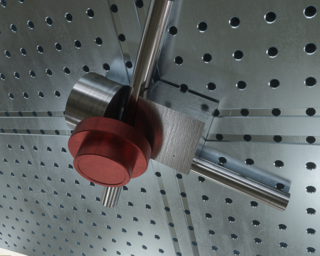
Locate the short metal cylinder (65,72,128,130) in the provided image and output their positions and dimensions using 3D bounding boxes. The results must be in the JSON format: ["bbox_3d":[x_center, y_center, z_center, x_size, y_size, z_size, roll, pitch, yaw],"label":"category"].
[{"bbox_3d":[-0.075,-0.025,0.397,0.050,0.080,0.079,23,127,14],"label":"short metal cylinder"}]

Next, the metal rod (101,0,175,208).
[{"bbox_3d":[-0.036,-0.013,0.396,0.025,0.025,0.298,25,120,12],"label":"metal rod"}]

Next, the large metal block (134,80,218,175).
[{"bbox_3d":[0.016,-0.001,0.380,0.080,0.050,0.079,23,127,13],"label":"large metal block"}]

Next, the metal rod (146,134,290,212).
[{"bbox_3d":[0.022,0.037,0.421,0.301,0.025,0.025,22,127,14],"label":"metal rod"}]

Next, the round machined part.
[{"bbox_3d":[-0.063,0.035,0.369,0.098,0.042,0.097,9,140,8],"label":"round machined part"}]
